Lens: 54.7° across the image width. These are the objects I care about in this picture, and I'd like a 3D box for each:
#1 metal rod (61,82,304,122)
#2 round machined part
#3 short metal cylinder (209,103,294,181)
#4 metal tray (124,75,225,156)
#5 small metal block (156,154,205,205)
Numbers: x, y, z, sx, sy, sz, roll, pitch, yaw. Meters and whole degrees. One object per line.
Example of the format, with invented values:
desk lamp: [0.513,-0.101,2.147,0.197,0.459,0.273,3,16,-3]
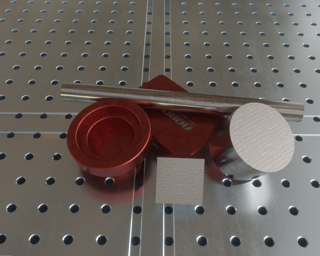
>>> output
metal rod: [0.025,-0.034,0.395,0.302,0.025,0.025,5,50,4]
round machined part: [-0.058,0.015,0.377,0.099,0.042,0.098,-2,56,4]
short metal cylinder: [0.105,0.017,0.358,0.081,0.050,0.080,6,68,-16]
metal tray: [0.015,-0.012,0.416,0.091,0.030,0.130,-36,59,-27]
small metal block: [0.022,0.056,0.343,0.050,0.025,0.050,2,93,1]
